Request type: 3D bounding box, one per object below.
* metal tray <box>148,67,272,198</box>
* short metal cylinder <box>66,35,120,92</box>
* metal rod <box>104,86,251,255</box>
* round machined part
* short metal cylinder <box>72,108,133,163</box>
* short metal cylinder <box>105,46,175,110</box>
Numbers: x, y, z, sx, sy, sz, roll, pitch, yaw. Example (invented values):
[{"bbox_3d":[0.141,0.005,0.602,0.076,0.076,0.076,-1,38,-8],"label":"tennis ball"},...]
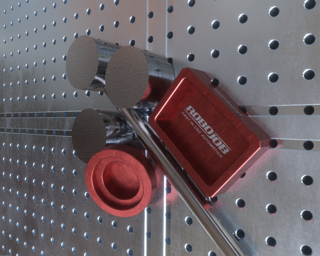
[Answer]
[{"bbox_3d":[0.051,0.003,0.363,0.130,0.030,0.090,51,120,27],"label":"metal tray"},{"bbox_3d":[-0.100,-0.097,0.476,0.080,0.050,0.080,0,90,40],"label":"short metal cylinder"},{"bbox_3d":[0.008,0.043,0.403,0.300,0.025,0.025,52,120,27],"label":"metal rod"},{"bbox_3d":[-0.049,0.068,0.425,0.098,0.042,0.097,6,107,19],"label":"round machined part"},{"bbox_3d":[-0.087,0.011,0.465,0.080,0.050,0.080,0,90,40],"label":"short metal cylinder"},{"bbox_3d":[-0.028,-0.065,0.415,0.080,0.050,0.080,0,90,40],"label":"short metal cylinder"}]
